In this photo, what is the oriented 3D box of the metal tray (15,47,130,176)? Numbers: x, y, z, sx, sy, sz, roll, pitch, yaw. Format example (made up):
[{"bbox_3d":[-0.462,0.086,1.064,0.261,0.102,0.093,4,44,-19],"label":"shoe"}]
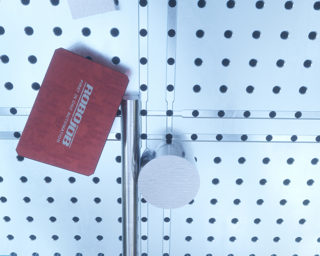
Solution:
[{"bbox_3d":[-0.102,-0.018,0.371,0.091,0.030,0.129,21,87,-19],"label":"metal tray"}]

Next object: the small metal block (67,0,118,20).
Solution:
[{"bbox_3d":[-0.080,-0.155,0.355,0.050,0.025,0.050,-11,110,4],"label":"small metal block"}]

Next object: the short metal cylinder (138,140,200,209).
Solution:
[{"bbox_3d":[0.012,0.063,0.423,0.081,0.050,0.079,0,110,0],"label":"short metal cylinder"}]

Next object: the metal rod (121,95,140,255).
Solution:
[{"bbox_3d":[-0.043,0.101,0.449,0.025,0.025,0.298,2,110,-1],"label":"metal rod"}]

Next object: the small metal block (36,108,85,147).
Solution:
[{"bbox_3d":[-0.125,-0.008,0.396,0.050,0.050,0.025,-37,106,12],"label":"small metal block"}]
